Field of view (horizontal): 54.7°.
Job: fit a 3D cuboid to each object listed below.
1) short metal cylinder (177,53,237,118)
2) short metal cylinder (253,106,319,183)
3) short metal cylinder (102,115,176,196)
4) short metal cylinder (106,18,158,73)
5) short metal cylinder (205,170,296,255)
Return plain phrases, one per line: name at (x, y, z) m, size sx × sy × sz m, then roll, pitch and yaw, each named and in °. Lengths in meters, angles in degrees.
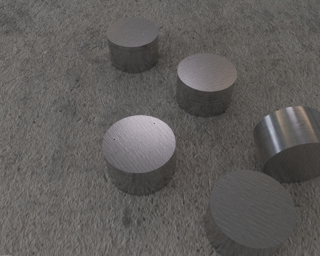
short metal cylinder at (0.064, -0.061, 0.439) m, size 0.080 × 0.050 × 0.080 m, roll 0°, pitch 50°, yaw 0°
short metal cylinder at (0.152, 0.021, 0.351) m, size 0.081 × 0.080 × 0.050 m, roll -1°, pitch 50°, yaw -1°
short metal cylinder at (-0.023, 0.031, 0.360) m, size 0.080 × 0.050 × 0.080 m, roll 0°, pitch 50°, yaw 0°
short metal cylinder at (-0.043, -0.133, 0.499) m, size 0.080 × 0.050 × 0.080 m, roll 0°, pitch 50°, yaw 0°
short metal cylinder at (0.088, 0.089, 0.312) m, size 0.080 × 0.050 × 0.080 m, roll 0°, pitch 50°, yaw 0°
